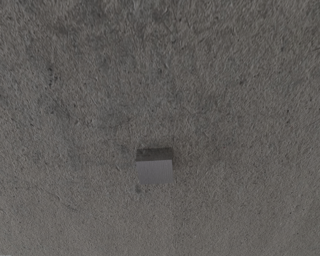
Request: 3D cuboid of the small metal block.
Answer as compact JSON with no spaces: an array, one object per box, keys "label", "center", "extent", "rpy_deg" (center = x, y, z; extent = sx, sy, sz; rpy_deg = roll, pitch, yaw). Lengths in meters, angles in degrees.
[{"label":"small metal block","center":[-0.007,0.056,0.455],"extent":[0.050,0.025,0.050],"rpy_deg":[-3,130,3]}]
